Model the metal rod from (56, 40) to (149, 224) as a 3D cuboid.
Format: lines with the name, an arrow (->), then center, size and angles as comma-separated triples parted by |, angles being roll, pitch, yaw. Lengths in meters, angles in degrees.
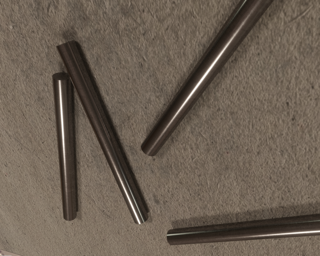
metal rod -> -0.077, 0.020, 0.457 | 0.025, 0.025, 0.298 | -6, 116, 30

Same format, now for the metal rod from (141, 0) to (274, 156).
metal rod -> 0.052, -0.066, 0.337 | 0.025, 0.025, 0.298 | 37, 129, 3

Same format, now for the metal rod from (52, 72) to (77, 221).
metal rod -> -0.156, 0.049, 0.516 | 0.025, 0.025, 0.298 | 20, 126, 16

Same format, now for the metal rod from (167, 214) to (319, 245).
metal rod -> 0.135, 0.138, 0.420 | 0.300, 0.025, 0.025 | -19, 108, 35
